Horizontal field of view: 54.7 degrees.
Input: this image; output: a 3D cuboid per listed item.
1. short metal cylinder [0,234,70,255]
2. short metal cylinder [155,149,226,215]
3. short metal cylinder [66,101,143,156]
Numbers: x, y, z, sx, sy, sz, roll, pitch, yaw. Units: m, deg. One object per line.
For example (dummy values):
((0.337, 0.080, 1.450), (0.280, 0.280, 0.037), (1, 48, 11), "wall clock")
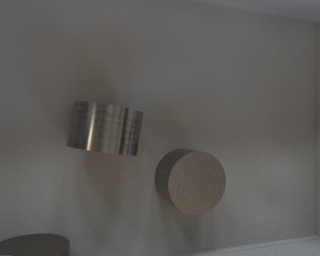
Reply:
((-0.139, 0.151, 0.330), (0.081, 0.080, 0.050), (1, 90, -20), "short metal cylinder")
((0.039, 0.069, 0.412), (0.081, 0.050, 0.080), (0, 90, -20), "short metal cylinder")
((-0.063, 0.001, 0.358), (0.081, 0.080, 0.050), (9, 87, -20), "short metal cylinder")
